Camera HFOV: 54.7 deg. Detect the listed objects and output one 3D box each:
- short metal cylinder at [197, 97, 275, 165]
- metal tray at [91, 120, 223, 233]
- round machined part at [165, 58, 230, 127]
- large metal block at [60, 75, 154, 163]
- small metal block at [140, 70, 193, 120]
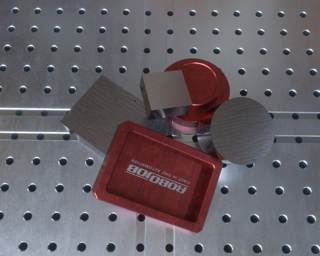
[{"bbox_3d":[0.092,0.006,0.385,0.081,0.050,0.080,1,84,-11],"label":"short metal cylinder"},{"bbox_3d":[0.000,0.057,0.358,0.131,0.030,0.090,24,77,-15],"label":"metal tray"},{"bbox_3d":[0.046,-0.054,0.422,0.099,0.042,0.098,0,70,0],"label":"round machined part"},{"bbox_3d":[-0.065,-0.008,0.401,0.080,0.050,0.080,34,73,11],"label":"large metal block"},{"bbox_3d":[0.006,-0.041,0.377,0.050,0.025,0.050,-9,67,-15],"label":"small metal block"}]
